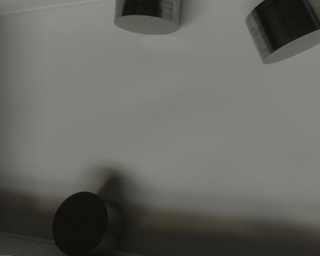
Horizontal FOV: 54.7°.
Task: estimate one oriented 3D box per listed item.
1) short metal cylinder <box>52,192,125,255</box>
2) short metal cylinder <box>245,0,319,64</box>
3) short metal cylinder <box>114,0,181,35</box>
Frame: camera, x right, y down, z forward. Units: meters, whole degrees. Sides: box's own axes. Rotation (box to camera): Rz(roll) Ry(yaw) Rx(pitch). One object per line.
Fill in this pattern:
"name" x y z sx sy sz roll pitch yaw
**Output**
"short metal cylinder" -0.094 0.130 0.416 0.080 0.050 0.080 -8 64 17
"short metal cylinder" 0.140 -0.110 0.332 0.080 0.080 0.050 -23 83 18
"short metal cylinder" -0.015 -0.152 0.387 0.080 0.080 0.050 5 92 20
